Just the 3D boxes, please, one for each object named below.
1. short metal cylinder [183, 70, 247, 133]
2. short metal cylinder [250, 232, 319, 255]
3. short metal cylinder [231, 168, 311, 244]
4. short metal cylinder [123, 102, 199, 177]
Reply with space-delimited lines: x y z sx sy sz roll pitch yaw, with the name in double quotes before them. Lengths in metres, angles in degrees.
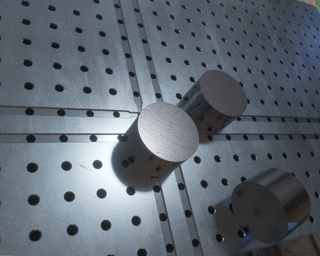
"short metal cylinder" 0.082 -0.040 0.462 0.081 0.050 0.080 14 56 -21
"short metal cylinder" 0.153 0.158 0.361 0.081 0.080 0.050 -2 63 -30
"short metal cylinder" 0.138 0.097 0.391 0.050 0.080 0.080 -18 72 -35
"short metal cylinder" 0.001 0.014 0.385 0.081 0.050 0.080 14 56 -21
